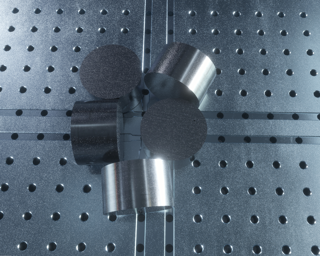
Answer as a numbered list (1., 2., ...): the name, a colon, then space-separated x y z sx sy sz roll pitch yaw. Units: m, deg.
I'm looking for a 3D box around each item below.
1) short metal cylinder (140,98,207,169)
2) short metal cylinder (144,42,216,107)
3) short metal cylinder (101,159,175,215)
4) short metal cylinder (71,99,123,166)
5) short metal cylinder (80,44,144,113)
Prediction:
1. short metal cylinder: 0.016 0.008 0.395 0.081 0.050 0.080 0 70 -1
2. short metal cylinder: 0.026 -0.066 0.407 0.080 0.080 0.050 27 72 9
3. short metal cylinder: -0.026 0.070 0.356 0.081 0.080 0.050 -6 71 -2
4. short metal cylinder: -0.074 0.005 0.381 0.050 0.080 0.080 -2 70 -1
5. short metal cylinder: -0.063 -0.065 0.421 0.080 0.050 0.080 0 70 1
